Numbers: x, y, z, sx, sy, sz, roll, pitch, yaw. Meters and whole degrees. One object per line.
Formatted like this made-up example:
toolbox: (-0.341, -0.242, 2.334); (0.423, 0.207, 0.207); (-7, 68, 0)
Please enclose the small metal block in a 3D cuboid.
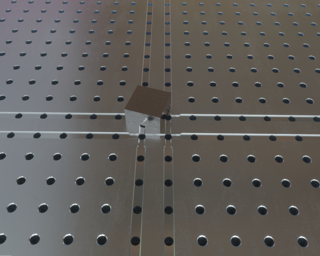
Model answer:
small metal block: (-0.016, -0.029, 0.432); (0.050, 0.025, 0.050); (14, 51, 11)
